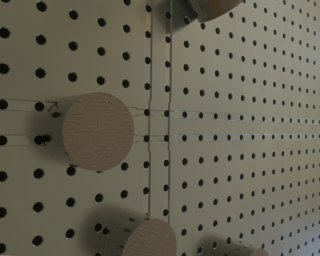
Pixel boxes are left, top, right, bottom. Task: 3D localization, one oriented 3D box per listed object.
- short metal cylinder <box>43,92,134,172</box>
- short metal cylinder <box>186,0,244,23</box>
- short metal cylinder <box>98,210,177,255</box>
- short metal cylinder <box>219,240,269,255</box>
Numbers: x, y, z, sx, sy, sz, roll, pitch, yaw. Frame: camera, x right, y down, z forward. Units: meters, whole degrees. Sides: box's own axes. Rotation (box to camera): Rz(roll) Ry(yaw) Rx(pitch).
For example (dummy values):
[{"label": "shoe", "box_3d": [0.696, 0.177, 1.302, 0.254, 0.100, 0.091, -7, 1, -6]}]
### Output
[{"label": "short metal cylinder", "box_3d": [-0.075, 0.004, 0.330, 0.081, 0.050, 0.079, 0, 90, -40]}, {"label": "short metal cylinder", "box_3d": [0.077, -0.194, 0.437, 0.080, 0.080, 0.050, -51, 120, -28]}, {"label": "short metal cylinder", "box_3d": [-0.026, 0.144, 0.371, 0.081, 0.050, 0.079, 0, 90, -40]}, {"label": "short metal cylinder", "box_3d": [0.137, 0.231, 0.508, 0.081, 0.050, 0.079, 0, 90, -40]}]
